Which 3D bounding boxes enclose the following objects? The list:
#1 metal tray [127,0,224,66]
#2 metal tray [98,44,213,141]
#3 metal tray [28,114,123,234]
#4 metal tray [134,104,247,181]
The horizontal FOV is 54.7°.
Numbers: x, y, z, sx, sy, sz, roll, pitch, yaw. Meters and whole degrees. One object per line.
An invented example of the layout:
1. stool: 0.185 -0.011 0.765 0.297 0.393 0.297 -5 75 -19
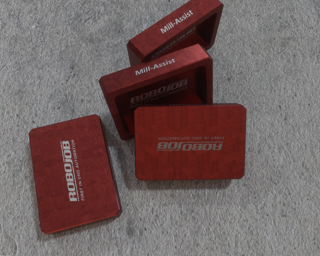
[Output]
1. metal tray: 0.021 -0.112 0.414 0.131 0.090 0.030 -37 74 -12
2. metal tray: 0.000 -0.042 0.386 0.131 0.090 0.030 -21 51 -7
3. metal tray: -0.105 0.055 0.384 0.091 0.030 0.130 -14 71 -5
4. metal tray: 0.036 0.016 0.378 0.131 0.030 0.089 -1 99 -1
